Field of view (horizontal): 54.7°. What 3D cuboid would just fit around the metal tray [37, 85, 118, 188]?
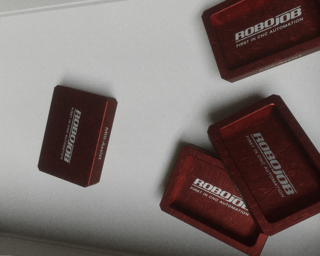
[{"bbox_3d":[-0.121,0.010,0.450,0.090,0.030,0.129,15,95,19],"label":"metal tray"}]

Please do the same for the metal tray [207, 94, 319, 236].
[{"bbox_3d":[0.121,0.038,0.338,0.090,0.030,0.130,-27,68,2],"label":"metal tray"}]

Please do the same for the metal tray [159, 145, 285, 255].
[{"bbox_3d":[0.075,0.085,0.381,0.130,0.030,0.089,23,98,18],"label":"metal tray"}]

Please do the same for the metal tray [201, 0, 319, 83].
[{"bbox_3d":[0.124,-0.117,0.357,0.130,0.030,0.090,-19,84,24],"label":"metal tray"}]
